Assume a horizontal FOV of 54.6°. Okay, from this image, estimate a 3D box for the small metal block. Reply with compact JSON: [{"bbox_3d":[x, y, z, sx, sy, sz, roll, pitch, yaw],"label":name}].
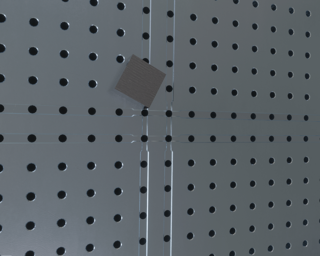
[{"bbox_3d":[-0.028,-0.059,0.402,0.050,0.025,0.050,29,81,-18],"label":"small metal block"}]
